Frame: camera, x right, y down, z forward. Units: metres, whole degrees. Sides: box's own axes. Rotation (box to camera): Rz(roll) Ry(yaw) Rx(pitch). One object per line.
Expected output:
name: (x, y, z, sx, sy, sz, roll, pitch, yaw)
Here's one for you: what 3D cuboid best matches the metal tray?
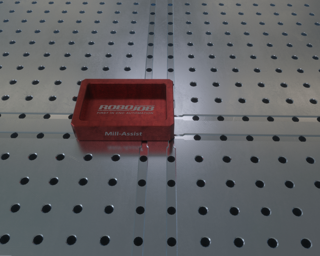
metal tray: (-0.047, -0.027, 0.426, 0.131, 0.030, 0.090, 0, 50, 0)
